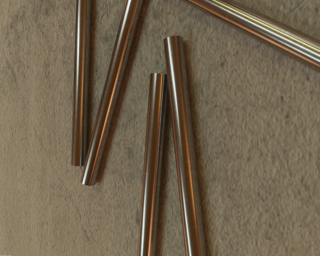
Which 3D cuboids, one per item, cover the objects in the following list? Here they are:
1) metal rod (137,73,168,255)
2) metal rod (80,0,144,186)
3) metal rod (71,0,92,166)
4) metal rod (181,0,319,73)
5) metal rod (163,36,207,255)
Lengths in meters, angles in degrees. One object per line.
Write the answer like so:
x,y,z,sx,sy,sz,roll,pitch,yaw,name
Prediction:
-0.011,0.079,0.412,0.025,0.025,0.298,7,94,39,metal rod
-0.073,-0.052,0.462,0.025,0.025,0.298,27,107,36,metal rod
-0.128,-0.088,0.507,0.025,0.025,0.298,4,93,39,metal rod
0.079,-0.125,0.338,0.300,0.025,0.025,42,115,31,metal rod
0.031,0.037,0.377,0.025,0.025,0.298,-9,84,39,metal rod
